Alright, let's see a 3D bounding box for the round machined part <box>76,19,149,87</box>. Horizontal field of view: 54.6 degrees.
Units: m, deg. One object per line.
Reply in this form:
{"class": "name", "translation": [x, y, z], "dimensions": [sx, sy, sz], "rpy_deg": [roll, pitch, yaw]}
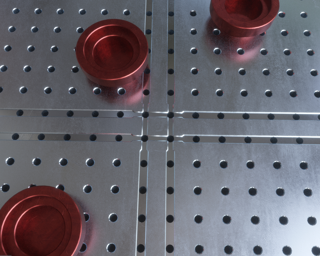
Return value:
{"class": "round machined part", "translation": [-0.065, -0.102, 0.440], "dimensions": [0.099, 0.042, 0.098], "rpy_deg": [0, 70, 0]}

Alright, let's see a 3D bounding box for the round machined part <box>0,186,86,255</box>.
{"class": "round machined part", "translation": [-0.135, 0.119, 0.359], "dimensions": [0.099, 0.042, 0.098], "rpy_deg": [0, 70, 0]}

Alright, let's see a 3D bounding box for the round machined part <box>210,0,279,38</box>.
{"class": "round machined part", "translation": [0.124, -0.177, 0.468], "dimensions": [0.099, 0.042, 0.098], "rpy_deg": [0, 70, 0]}
